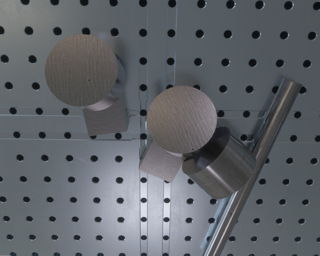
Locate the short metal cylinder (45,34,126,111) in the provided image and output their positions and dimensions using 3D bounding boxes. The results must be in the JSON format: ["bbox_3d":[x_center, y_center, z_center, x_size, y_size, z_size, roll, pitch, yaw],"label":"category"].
[{"bbox_3d":[-0.084,-0.062,0.362,0.080,0.050,0.080,0,87,3],"label":"short metal cylinder"}]

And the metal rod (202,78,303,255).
[{"bbox_3d":[0.123,0.074,0.441,0.025,0.025,0.298,17,109,-6],"label":"metal rod"}]

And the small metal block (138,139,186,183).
[{"bbox_3d":[0.004,0.041,0.429,0.050,0.025,0.050,24,108,-9],"label":"small metal block"}]

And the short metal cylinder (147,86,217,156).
[{"bbox_3d":[0.028,-0.006,0.380,0.080,0.050,0.080,-1,80,8],"label":"short metal cylinder"}]

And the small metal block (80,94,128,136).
[{"bbox_3d":[-0.071,-0.020,0.405,0.050,0.025,0.050,-8,110,2],"label":"small metal block"}]

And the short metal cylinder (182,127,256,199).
[{"bbox_3d":[0.075,0.044,0.401,0.080,0.080,0.050,-42,105,14],"label":"short metal cylinder"}]
